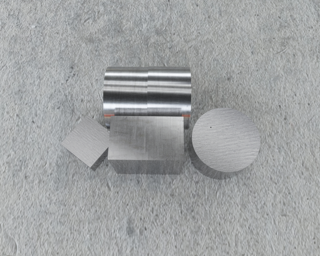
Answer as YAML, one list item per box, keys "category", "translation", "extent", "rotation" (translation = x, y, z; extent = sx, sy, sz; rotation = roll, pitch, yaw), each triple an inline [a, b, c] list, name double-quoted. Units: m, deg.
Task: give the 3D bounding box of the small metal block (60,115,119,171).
- category: "small metal block"
  translation: [-0.090, 0.020, 0.402]
  extent: [0.050, 0.025, 0.050]
  rotation: [36, 74, 12]

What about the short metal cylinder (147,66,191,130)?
- category: "short metal cylinder"
  translation: [0.011, -0.038, 0.394]
  extent: [0.050, 0.080, 0.080]
  rotation: [1, 70, 0]

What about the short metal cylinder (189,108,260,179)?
- category: "short metal cylinder"
  translation: [0.078, 0.021, 0.389]
  extent: [0.081, 0.050, 0.080]
  rotation: [0, 70, 0]

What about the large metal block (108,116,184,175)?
- category: "large metal block"
  translation: [-0.015, 0.024, 0.372]
  extent: [0.081, 0.080, 0.050]
  rotation: [1, 70, 0]

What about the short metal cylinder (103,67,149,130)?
- category: "short metal cylinder"
  translation: [-0.040, -0.037, 0.394]
  extent: [0.050, 0.080, 0.080]
  rotation: [1, 70, 0]
